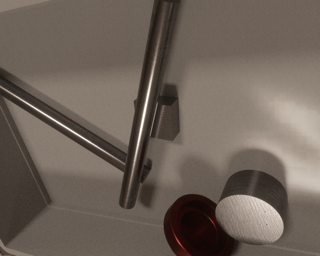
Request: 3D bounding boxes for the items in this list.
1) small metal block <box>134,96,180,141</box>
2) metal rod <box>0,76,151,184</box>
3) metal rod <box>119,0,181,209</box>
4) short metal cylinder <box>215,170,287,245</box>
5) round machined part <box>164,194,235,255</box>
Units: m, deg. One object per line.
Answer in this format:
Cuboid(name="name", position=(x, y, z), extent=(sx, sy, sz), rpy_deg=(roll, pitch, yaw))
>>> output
Cuboid(name="small metal block", position=(-0.003, -0.014, 0.400), extent=(0.050, 0.025, 0.050), rpy_deg=(9, 123, 23))
Cuboid(name="metal rod", position=(-0.148, -0.004, 0.482), extent=(0.301, 0.025, 0.025), rpy_deg=(31, 128, 7))
Cuboid(name="metal rod", position=(-0.021, -0.005, 0.382), extent=(0.025, 0.025, 0.298), rpy_deg=(23, 126, 13))
Cuboid(name="short metal cylinder", position=(0.116, 0.100, 0.393), extent=(0.080, 0.050, 0.079), rpy_deg=(13, 124, 20))
Cuboid(name="round machined part", position=(0.049, 0.144, 0.424), extent=(0.098, 0.098, 0.042), rpy_deg=(36, 129, 4))
